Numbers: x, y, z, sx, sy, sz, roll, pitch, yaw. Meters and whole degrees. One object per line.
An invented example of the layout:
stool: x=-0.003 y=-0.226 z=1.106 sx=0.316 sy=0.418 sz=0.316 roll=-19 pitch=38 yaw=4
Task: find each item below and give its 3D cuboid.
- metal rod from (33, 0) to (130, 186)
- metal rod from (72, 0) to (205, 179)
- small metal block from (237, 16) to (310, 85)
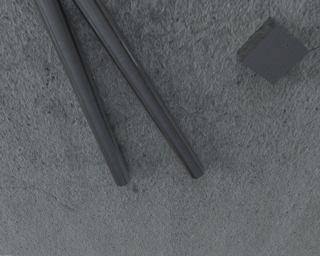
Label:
metal rod: x=-0.085 y=-0.032 z=0.378 sx=0.025 sy=0.025 sz=0.298 roll=-9 pitch=130 yaw=7
metal rod: x=-0.012 y=-0.035 z=0.376 sx=0.025 sy=0.025 sz=0.299 roll=-21 pitch=128 yaw=16
small metal block: x=0.122 y=-0.083 z=0.338 sx=0.050 sy=0.025 sz=0.050 roll=28 pitch=125 yaw=-22
